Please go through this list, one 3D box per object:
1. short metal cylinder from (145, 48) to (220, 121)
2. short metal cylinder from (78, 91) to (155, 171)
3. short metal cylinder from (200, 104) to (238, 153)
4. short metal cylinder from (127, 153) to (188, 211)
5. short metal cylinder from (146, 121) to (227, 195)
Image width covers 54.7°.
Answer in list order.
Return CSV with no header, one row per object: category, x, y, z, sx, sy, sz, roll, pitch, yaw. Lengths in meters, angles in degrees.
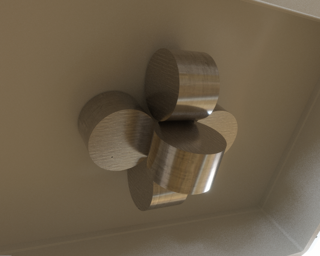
short metal cylinder,0.023,-0.048,0.353,0.050,0.080,0.079,-2,120,-28
short metal cylinder,-0.050,0.003,0.364,0.081,0.050,0.079,-14,124,-21
short metal cylinder,0.057,0.001,0.421,0.081,0.050,0.079,-14,124,-21
short metal cylinder,-0.004,0.065,0.408,0.050,0.080,0.079,-2,120,-28
short metal cylinder,0.028,0.029,0.347,0.081,0.080,0.050,-1,119,-28
